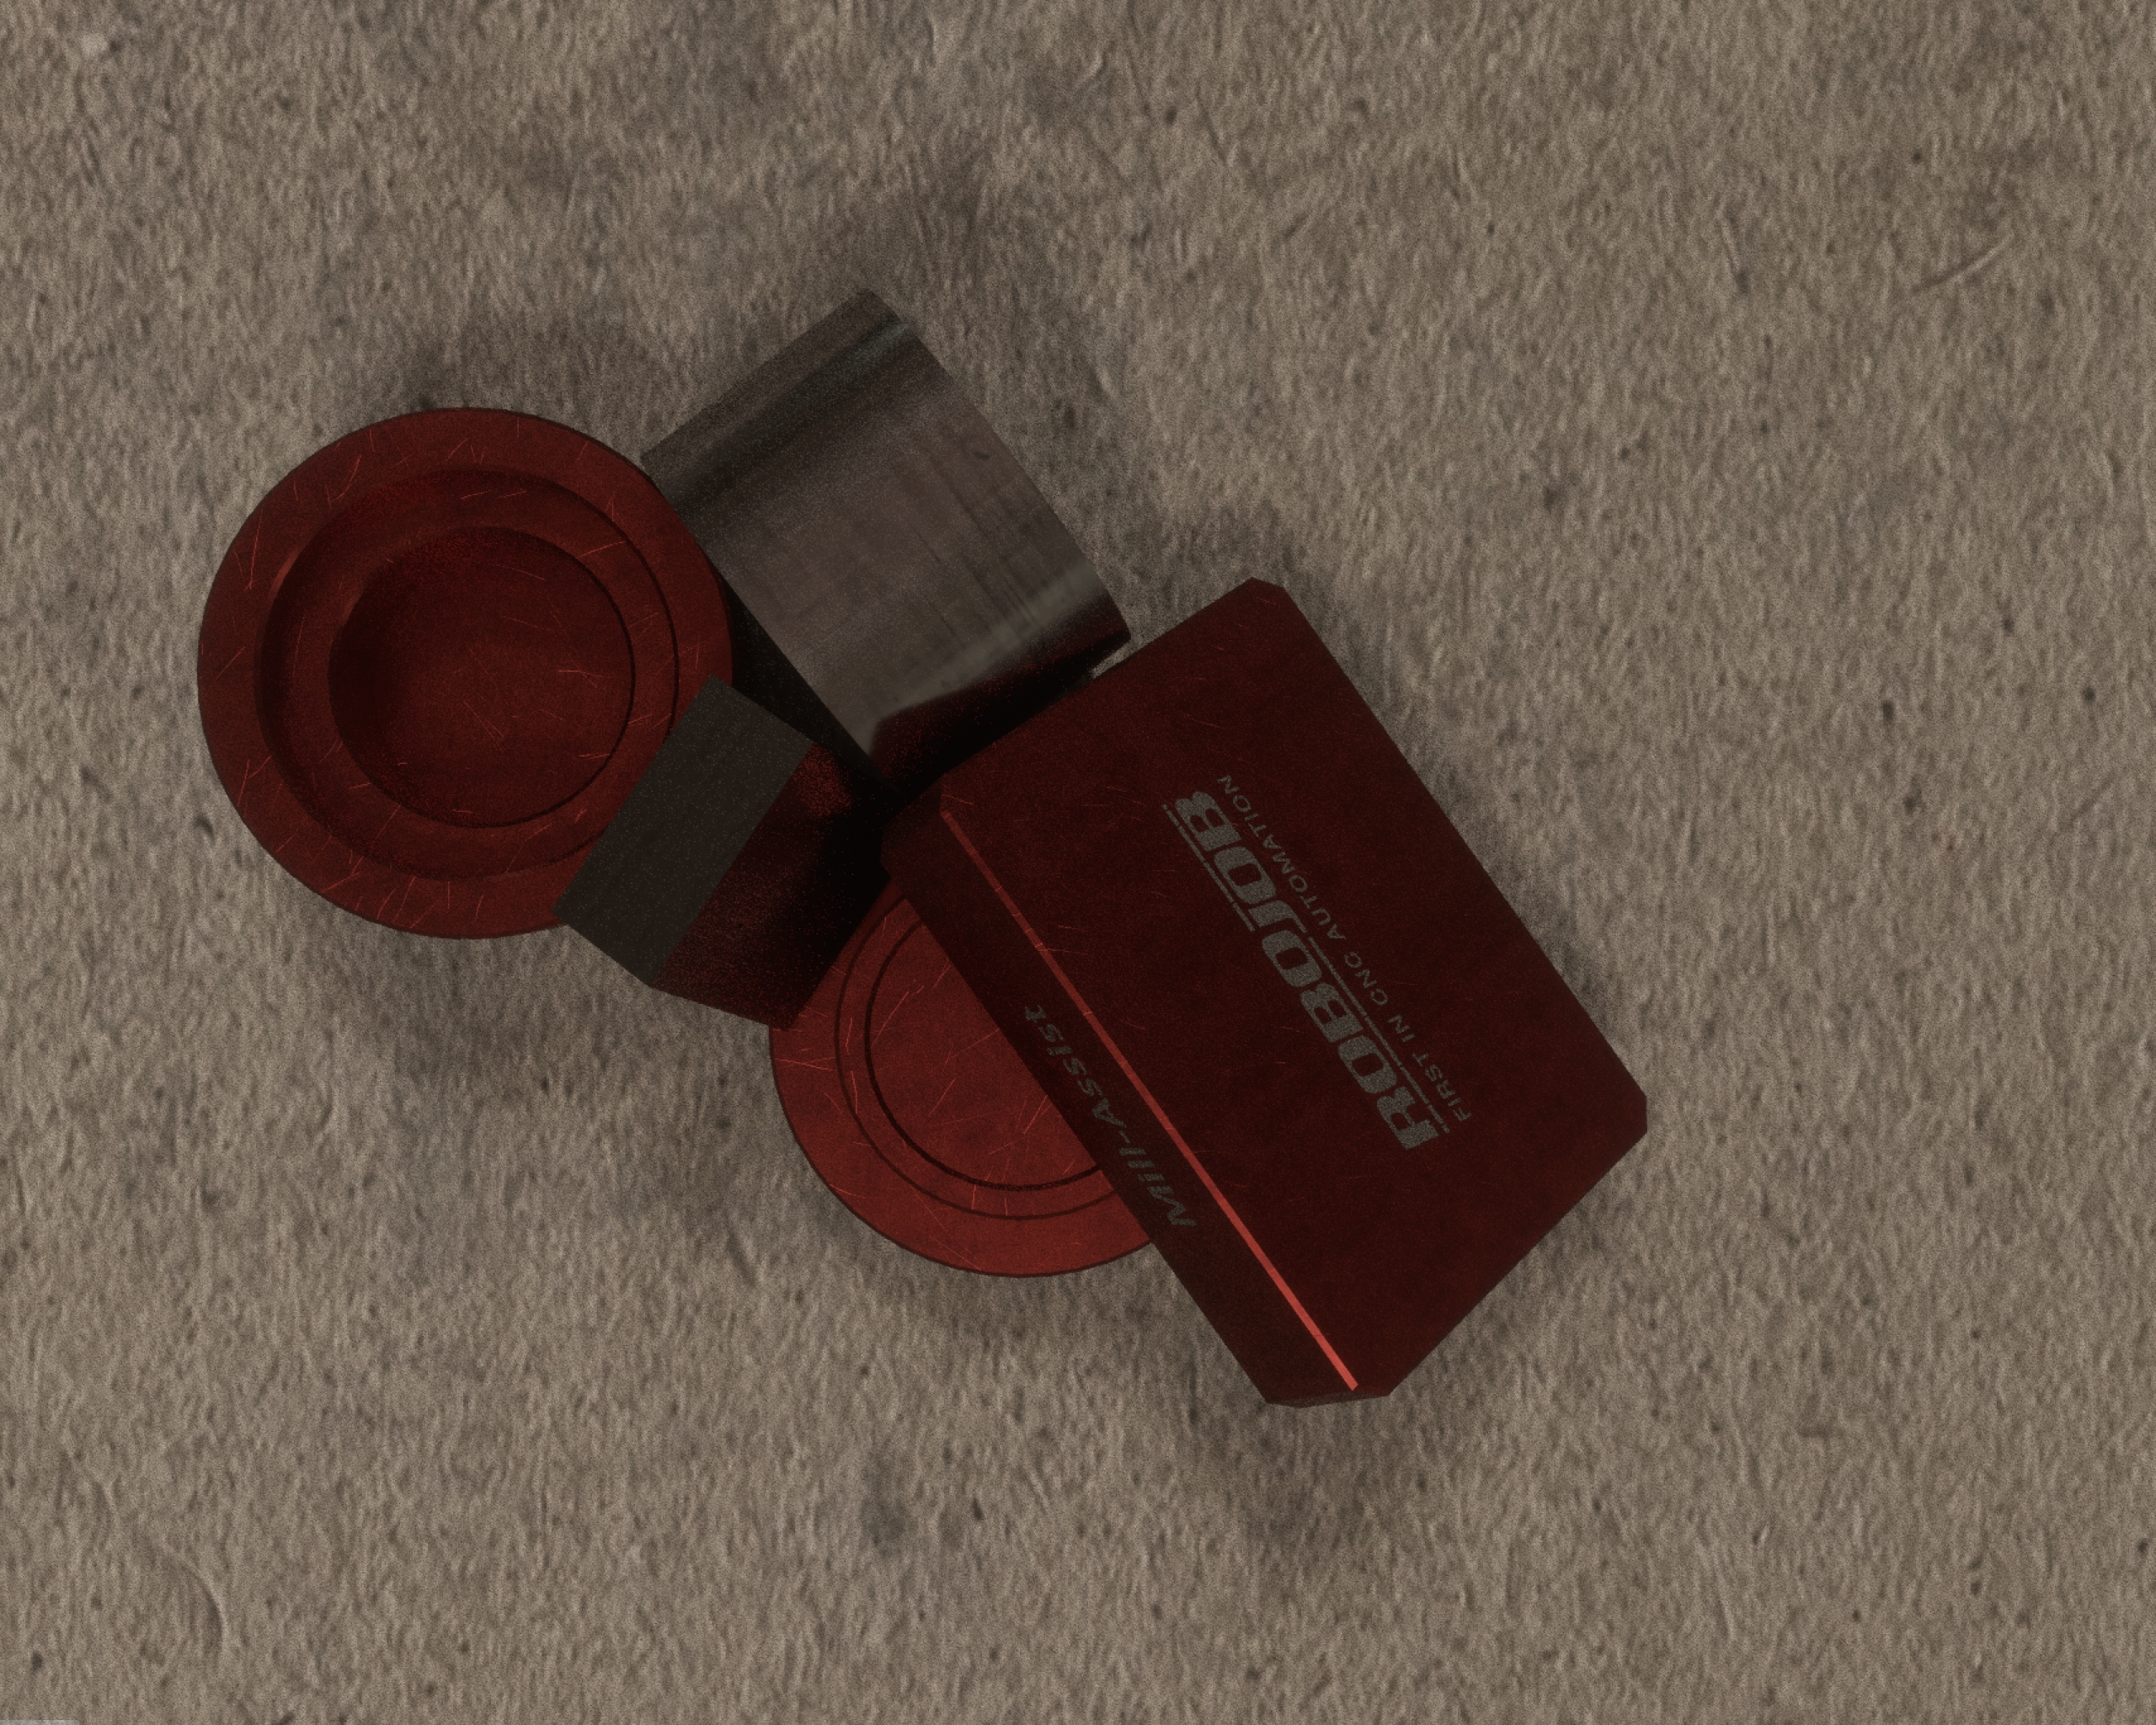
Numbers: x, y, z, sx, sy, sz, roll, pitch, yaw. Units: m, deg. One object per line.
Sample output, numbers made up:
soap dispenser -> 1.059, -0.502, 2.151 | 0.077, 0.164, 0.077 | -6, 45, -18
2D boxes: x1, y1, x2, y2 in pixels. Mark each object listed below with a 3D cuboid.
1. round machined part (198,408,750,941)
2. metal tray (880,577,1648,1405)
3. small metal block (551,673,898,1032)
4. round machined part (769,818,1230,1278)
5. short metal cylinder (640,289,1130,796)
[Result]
round machined part -> -0.111, -0.035, 0.401 | 0.099, 0.042, 0.097 | 0, 90, -1
metal tray -> 0.037, 0.022, 0.387 | 0.091, 0.030, 0.130 | -36, 90, -32
small metal block -> -0.060, 0.000, 0.380 | 0.025, 0.050, 0.050 | 33, 90, 24
round machined part -> -0.011, 0.032, 0.402 | 0.099, 0.042, 0.097 | 0, 90, -1
short metal cylinder -> -0.035, -0.057, 0.384 | 0.050, 0.080, 0.080 | -38, 90, 0
